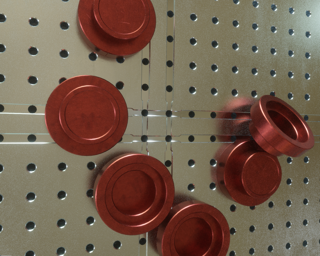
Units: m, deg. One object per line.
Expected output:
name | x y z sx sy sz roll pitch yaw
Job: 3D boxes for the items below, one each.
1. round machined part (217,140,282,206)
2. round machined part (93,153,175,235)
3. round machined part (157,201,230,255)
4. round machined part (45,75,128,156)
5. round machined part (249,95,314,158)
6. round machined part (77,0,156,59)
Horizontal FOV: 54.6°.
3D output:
round machined part | 0.137 0.066 0.454 0.099 0.042 0.097 0 90 -20
round machined part | -0.035 0.080 0.391 0.099 0.042 0.097 0 90 -20
round machined part | 0.041 0.146 0.419 0.099 0.042 0.097 0 90 -20
round machined part | -0.086 -0.015 0.372 0.099 0.042 0.097 0 90 -20
round machined part | 0.169 0.002 0.448 0.099 0.042 0.098 21 42 -20
round machined part | -0.051 -0.139 0.384 0.099 0.042 0.097 0 90 -20
